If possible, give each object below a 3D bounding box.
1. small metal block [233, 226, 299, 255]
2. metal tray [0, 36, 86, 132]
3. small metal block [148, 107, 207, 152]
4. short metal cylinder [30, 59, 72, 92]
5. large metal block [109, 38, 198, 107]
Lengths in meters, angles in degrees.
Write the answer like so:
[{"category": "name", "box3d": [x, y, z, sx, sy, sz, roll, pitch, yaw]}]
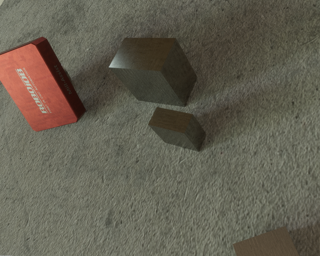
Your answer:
[{"category": "small metal block", "box3d": [0.100, 0.123, 0.276, 0.050, 0.025, 0.050, -25, 53, 13]}, {"category": "metal tray", "box3d": [-0.184, -0.062, 0.472, 0.090, 0.129, 0.030, -12, 29, 22]}, {"category": "small metal block", "box3d": [0.022, 0.002, 0.375, 0.050, 0.050, 0.025, 14, 69, 33]}, {"category": "short metal cylinder", "box3d": [-0.192, -0.079, 0.510, 0.080, 0.080, 0.050, 19, 53, 35]}, {"category": "large metal block", "box3d": [-0.007, -0.075, 0.418, 0.080, 0.080, 0.050, 11, 68, 33]}]
